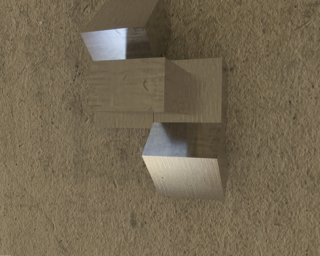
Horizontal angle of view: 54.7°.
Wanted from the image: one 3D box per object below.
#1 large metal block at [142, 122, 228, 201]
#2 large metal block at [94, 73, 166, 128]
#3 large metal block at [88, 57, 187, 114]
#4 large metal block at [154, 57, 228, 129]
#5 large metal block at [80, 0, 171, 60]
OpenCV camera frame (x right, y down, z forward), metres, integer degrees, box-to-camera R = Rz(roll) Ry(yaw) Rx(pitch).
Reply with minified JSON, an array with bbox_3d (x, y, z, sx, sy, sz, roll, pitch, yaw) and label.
[{"bbox_3d":[0.034,0.039,0.362,0.080,0.080,0.050,1,47,19],"label":"large metal block"},{"bbox_3d":[-0.037,-0.040,0.407,0.080,0.050,0.079,1,90,19],"label":"large metal block"},{"bbox_3d":[-0.020,-0.041,0.334,0.080,0.080,0.050,1,91,19],"label":"large metal block"},{"bbox_3d":[0.039,-0.039,0.381,0.080,0.050,0.079,1,90,19],"label":"large metal block"},{"bbox_3d":[-0.039,-0.121,0.387,0.080,0.050,0.080,1,46,20],"label":"large metal block"}]
